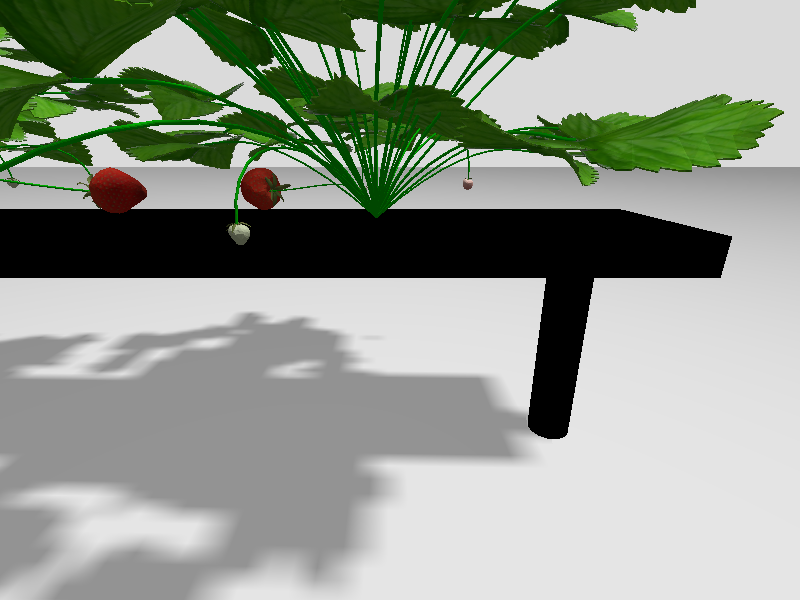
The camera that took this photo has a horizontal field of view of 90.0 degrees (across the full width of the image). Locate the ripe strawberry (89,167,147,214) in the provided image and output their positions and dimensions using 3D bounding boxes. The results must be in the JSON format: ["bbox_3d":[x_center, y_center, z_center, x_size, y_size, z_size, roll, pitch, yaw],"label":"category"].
[{"bbox_3d":[-0.264,-0.103,0.378,0.043,0.042,0.040,-3,20,-11],"label":"ripe strawberry"}]

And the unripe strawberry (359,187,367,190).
[{"bbox_3d":[-0.046,-0.137,0.503,0.011,0.011,0.010,-3,20,-8],"label":"unripe strawberry"}]

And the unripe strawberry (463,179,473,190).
[{"bbox_3d":[0.088,-0.149,0.518,0.014,0.013,0.013,11,23,28],"label":"unripe strawberry"}]

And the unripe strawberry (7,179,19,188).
[{"bbox_3d":[-0.485,-0.146,0.502,0.011,0.011,0.011,-2,20,-5],"label":"unripe strawberry"}]

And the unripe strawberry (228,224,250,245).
[{"bbox_3d":[-0.086,-0.035,0.213,0.011,0.011,0.010,9,22,24],"label":"unripe strawberry"}]

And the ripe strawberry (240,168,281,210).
[{"bbox_3d":[-0.144,-0.112,0.406,0.042,0.041,0.039,10,22,28],"label":"ripe strawberry"}]
